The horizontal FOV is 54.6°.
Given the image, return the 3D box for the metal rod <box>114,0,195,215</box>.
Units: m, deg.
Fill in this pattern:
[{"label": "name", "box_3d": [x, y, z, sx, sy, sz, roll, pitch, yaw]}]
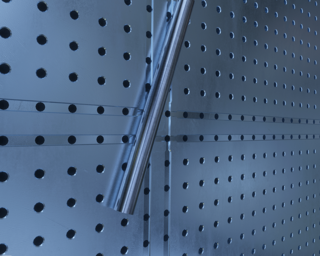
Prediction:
[{"label": "metal rod", "box_3d": [-0.003, -0.040, 0.404, 0.025, 0.025, 0.299, 26, 74, -37]}]
